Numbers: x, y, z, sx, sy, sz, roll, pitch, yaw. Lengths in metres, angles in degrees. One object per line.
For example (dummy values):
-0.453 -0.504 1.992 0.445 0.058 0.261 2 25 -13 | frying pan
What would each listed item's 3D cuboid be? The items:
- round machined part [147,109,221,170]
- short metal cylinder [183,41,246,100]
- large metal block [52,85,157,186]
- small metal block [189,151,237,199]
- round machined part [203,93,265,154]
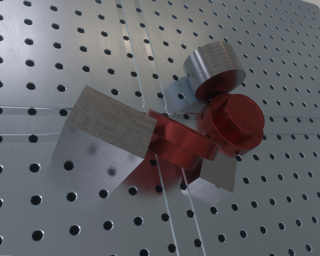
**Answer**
0.021 0.017 0.375 0.098 0.098 0.042 26 94 -12 | round machined part
0.081 -0.084 0.468 0.081 0.080 0.050 -7 65 -31 | short metal cylinder
-0.061 0.012 0.332 0.080 0.080 0.050 26 53 -12 | large metal block
0.072 0.058 0.411 0.050 0.025 0.050 27 52 -12 | small metal block
0.118 -0.013 0.468 0.099 0.042 0.098 13 56 -21 | round machined part
